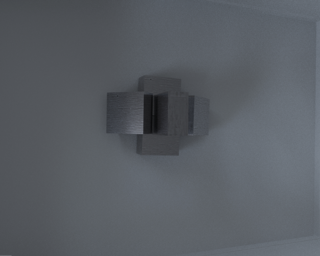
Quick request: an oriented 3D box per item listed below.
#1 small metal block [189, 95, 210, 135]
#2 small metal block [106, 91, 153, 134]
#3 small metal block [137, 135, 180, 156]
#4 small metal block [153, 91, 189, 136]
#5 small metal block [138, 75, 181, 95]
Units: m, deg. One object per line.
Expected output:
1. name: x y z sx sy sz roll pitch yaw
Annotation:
1. small metal block: 0.044 -0.016 0.412 0.050 0.025 0.050 2 90 -59
2. small metal block: -0.037 -0.018 0.380 0.050 0.025 0.050 1 90 23
3. small metal block: -0.002 0.010 0.407 0.050 0.025 0.050 3 89 -20
4. small metal block: 0.012 -0.016 0.372 0.025 0.050 0.050 1 90 -21
5. small metal block: -0.001 -0.040 0.407 0.050 0.025 0.050 3 89 -21
